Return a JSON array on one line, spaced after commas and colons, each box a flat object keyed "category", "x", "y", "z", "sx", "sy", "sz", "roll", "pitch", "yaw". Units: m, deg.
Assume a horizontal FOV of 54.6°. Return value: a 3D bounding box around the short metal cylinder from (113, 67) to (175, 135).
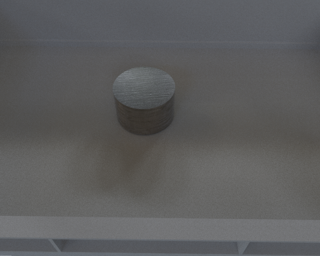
[{"category": "short metal cylinder", "x": -0.020, "y": -0.037, "z": 0.418, "sx": 0.080, "sy": 0.050, "sz": 0.080, "roll": 0, "pitch": 50, "yaw": 0}]
